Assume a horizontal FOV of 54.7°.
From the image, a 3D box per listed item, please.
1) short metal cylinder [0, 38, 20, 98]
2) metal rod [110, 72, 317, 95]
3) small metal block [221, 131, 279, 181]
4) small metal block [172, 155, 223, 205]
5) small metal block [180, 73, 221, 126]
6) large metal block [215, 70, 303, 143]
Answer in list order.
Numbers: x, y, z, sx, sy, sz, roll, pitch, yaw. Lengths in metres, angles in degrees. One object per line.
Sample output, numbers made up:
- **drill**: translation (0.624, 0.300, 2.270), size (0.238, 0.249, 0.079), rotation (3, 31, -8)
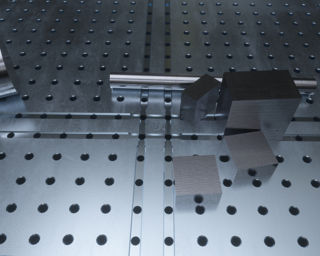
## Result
- **short metal cylinder**: translation (-0.238, -0.081, 0.437), size (0.050, 0.080, 0.080), rotation (-17, 52, -14)
- **metal rod**: translation (0.077, -0.067, 0.465), size (0.302, 0.025, 0.025), rotation (2, 50, 1)
- **small metal block**: translation (0.108, 0.034, 0.381), size (0.050, 0.025, 0.050), rotation (-8, 51, -7)
- **small metal block**: translation (0.041, 0.060, 0.358), size (0.050, 0.025, 0.050), rotation (-2, 50, -2)
- **small metal block**: translation (0.054, -0.038, 0.424), size (0.025, 0.050, 0.050), rotation (37, 59, 26)
- **large metal block**: translation (0.120, -0.026, 0.395), size (0.081, 0.080, 0.050), rotation (-3, 50, -3)
